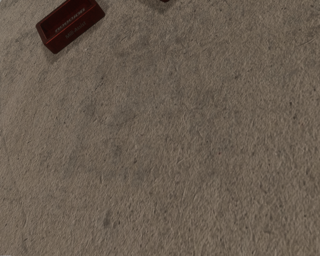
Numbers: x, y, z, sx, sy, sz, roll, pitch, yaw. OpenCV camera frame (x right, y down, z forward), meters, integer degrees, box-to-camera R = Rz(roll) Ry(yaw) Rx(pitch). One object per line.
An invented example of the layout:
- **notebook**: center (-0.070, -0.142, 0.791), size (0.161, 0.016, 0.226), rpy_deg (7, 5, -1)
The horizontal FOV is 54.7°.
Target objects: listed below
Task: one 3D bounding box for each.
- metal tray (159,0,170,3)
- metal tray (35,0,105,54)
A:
- **metal tray**: center (0.000, -0.292, 0.578), size (0.090, 0.030, 0.130), rpy_deg (-44, 51, -3)
- **metal tray**: center (-0.184, -0.219, 0.628), size (0.130, 0.030, 0.090), rpy_deg (-37, 51, 3)
